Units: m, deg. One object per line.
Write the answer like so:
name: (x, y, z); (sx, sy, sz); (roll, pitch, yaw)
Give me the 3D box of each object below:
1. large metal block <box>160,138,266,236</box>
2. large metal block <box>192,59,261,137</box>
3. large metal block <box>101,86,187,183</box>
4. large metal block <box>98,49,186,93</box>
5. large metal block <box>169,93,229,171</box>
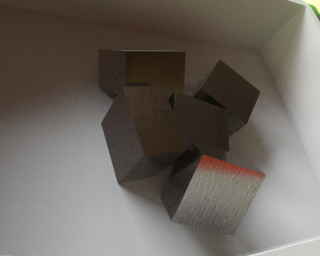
large metal block: (0.058, 0.067, 0.352); (0.081, 0.080, 0.050); (19, 12, -19)
large metal block: (0.094, -0.043, 0.467); (0.080, 0.050, 0.080); (38, 51, -3)
large metal block: (-0.023, 0.008, 0.353); (0.050, 0.080, 0.080); (-6, 65, -31)
large metal block: (-0.025, -0.073, 0.394); (0.081, 0.080, 0.050); (-8, 108, -31)
large metal block: (0.042, 0.008, 0.408); (0.081, 0.050, 0.080); (18, 55, -19)
